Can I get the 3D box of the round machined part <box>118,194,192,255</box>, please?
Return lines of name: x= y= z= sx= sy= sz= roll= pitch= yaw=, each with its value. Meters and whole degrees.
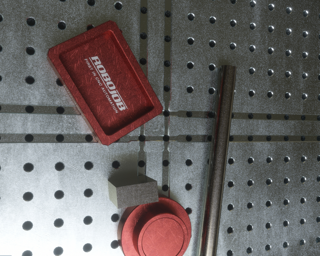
round machined part: x=-0.002 y=0.139 z=0.404 sx=0.099 sy=0.042 sz=0.097 roll=0 pitch=90 yaw=-21

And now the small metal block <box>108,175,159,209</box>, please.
small metal block: x=-0.035 y=0.078 z=0.388 sx=0.050 sy=0.050 sz=0.025 roll=-5 pitch=92 yaw=-20

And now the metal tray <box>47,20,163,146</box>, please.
metal tray: x=-0.066 y=-0.054 z=0.386 sx=0.090 sy=0.030 sz=0.130 roll=-33 pitch=101 yaw=-17

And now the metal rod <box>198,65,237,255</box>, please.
metal rod: x=0.082 y=0.060 z=0.444 sx=0.025 sy=0.025 sz=0.298 roll=8 pitch=87 yaw=-20
